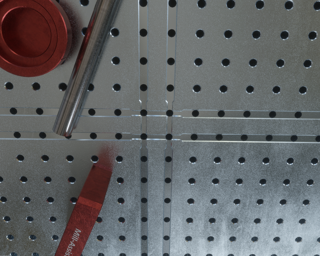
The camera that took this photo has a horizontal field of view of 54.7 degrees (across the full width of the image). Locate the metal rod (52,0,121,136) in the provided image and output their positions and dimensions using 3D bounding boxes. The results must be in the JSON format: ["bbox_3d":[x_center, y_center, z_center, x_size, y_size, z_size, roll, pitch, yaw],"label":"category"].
[{"bbox_3d":[-0.071,-0.123,0.367,0.025,0.025,0.298,22,108,-8],"label":"metal rod"}]

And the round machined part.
[{"bbox_3d":[-0.152,-0.112,0.362,0.099,0.042,0.097,0,110,0],"label":"round machined part"}]

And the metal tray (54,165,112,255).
[{"bbox_3d":[-0.108,0.127,0.424,0.030,0.090,0.129,22,109,-8],"label":"metal tray"}]
